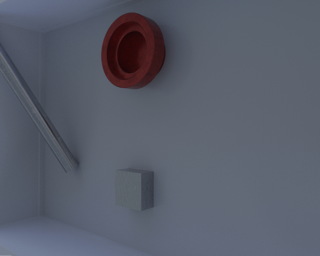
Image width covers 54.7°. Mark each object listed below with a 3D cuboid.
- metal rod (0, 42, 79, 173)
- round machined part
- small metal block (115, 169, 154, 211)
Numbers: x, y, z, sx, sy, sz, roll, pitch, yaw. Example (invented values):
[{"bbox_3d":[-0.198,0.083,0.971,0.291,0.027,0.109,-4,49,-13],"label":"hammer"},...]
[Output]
[{"bbox_3d":[-0.226,-0.058,0.514,0.025,0.025,0.299,-26,98,37],"label":"metal rod"},{"bbox_3d":[-0.032,-0.101,0.420,0.098,0.042,0.097,0,90,39],"label":"round machined part"},{"bbox_3d":[-0.036,0.085,0.434,0.050,0.025,0.050,0,90,39],"label":"small metal block"}]
